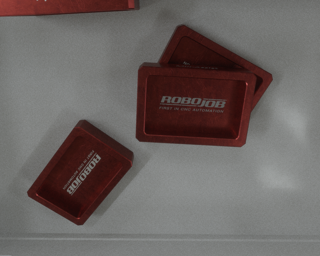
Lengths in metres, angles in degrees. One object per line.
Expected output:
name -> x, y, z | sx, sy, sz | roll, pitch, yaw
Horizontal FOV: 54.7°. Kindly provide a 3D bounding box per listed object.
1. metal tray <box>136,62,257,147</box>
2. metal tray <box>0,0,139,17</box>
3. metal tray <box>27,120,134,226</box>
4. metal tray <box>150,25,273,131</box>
metal tray -> 0.039, -0.027, 0.366 | 0.131, 0.030, 0.089 | 3, 110, -2
metal tray -> -0.090, -0.137, 0.325 | 0.131, 0.090, 0.030 | -3, 110, 1
metal tray -> -0.110, 0.064, 0.431 | 0.090, 0.030, 0.130 | 36, 106, -13
metal tray -> 0.059, -0.058, 0.387 | 0.131, 0.030, 0.089 | 26, 108, -10
